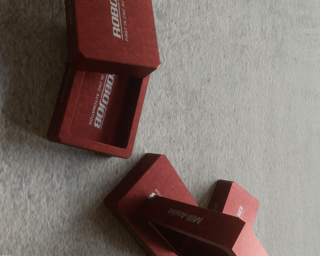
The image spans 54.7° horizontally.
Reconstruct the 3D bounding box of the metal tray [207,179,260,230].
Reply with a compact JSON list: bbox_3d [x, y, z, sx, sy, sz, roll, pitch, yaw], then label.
[{"bbox_3d":[0.108,0.160,0.495,0.090,0.030,0.130,38,67,-34],"label":"metal tray"}]

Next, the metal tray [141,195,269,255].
[{"bbox_3d":[0.048,0.123,0.339,0.030,0.130,0.090,-51,120,-28],"label":"metal tray"}]

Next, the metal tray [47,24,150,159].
[{"bbox_3d":[-0.063,-0.038,0.350,0.091,0.030,0.129,20,77,-39],"label":"metal tray"}]

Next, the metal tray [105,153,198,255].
[{"bbox_3d":[-0.001,0.108,0.403,0.090,0.030,0.130,-47,118,-30],"label":"metal tray"}]

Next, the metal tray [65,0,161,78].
[{"bbox_3d":[-0.052,-0.123,0.332,0.091,0.030,0.129,1,75,-34],"label":"metal tray"}]
